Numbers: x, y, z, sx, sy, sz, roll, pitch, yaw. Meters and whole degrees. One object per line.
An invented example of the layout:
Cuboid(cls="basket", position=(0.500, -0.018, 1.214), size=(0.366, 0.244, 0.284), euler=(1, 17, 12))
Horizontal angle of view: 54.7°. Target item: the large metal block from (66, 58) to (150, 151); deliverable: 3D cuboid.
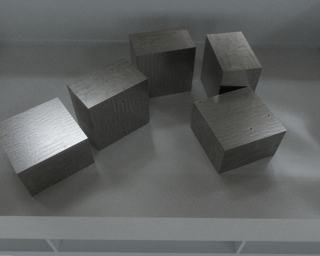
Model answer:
Cuboid(cls="large metal block", position=(-0.061, -0.029, 0.393), size=(0.081, 0.080, 0.050), euler=(-31, 57, -24))

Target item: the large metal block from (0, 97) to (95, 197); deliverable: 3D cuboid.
Cuboid(cls="large metal block", position=(-0.137, 0.020, 0.370), size=(0.081, 0.050, 0.080), euler=(-29, 56, -23))

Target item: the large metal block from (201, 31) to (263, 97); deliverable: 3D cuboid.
Cuboid(cls="large metal block", position=(0.095, -0.076, 0.435), size=(0.050, 0.080, 0.080), euler=(-7, 51, -6))

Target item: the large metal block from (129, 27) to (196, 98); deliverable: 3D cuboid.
Cuboid(cls="large metal block", position=(0.002, -0.092, 0.447), size=(0.081, 0.080, 0.050), euler=(-11, 51, -10))

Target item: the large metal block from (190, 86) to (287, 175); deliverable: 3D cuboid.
Cuboid(cls="large metal block", position=(0.094, 0.001, 0.389), size=(0.081, 0.050, 0.080), euler=(-16, 52, -14))
